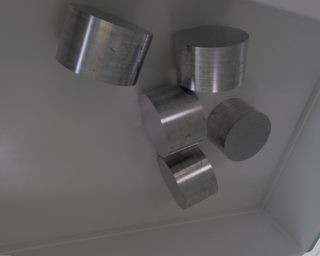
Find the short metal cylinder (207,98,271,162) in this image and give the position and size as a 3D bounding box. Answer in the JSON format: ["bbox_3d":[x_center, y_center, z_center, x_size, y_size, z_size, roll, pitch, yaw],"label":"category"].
[{"bbox_3d":[0.114,0.002,0.456,0.081,0.050,0.079,-14,124,-21],"label":"short metal cylinder"}]

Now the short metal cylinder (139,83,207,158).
[{"bbox_3d":[0.014,-0.010,0.374,0.050,0.080,0.080,-21,127,-16],"label":"short metal cylinder"}]

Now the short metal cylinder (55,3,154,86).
[{"bbox_3d":[-0.052,-0.079,0.295,0.081,0.080,0.050,9,114,-32],"label":"short metal cylinder"}]

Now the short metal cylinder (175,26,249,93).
[{"bbox_3d":[0.058,-0.081,0.354,0.081,0.080,0.050,-17,125,-19],"label":"short metal cylinder"}]

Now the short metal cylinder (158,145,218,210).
[{"bbox_3d":[0.038,0.067,0.435,0.050,0.080,0.080,-25,128,-13],"label":"short metal cylinder"}]
